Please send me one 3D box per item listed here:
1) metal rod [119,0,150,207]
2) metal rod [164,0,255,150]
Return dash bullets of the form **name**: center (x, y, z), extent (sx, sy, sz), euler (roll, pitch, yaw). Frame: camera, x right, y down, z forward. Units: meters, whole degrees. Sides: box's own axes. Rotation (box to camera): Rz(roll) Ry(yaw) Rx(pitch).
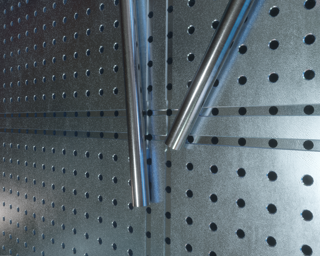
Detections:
- **metal rod**: center (-0.037, -0.042, 0.439), extent (0.025, 0.025, 0.298), euler (-7, 86, 40)
- **metal rod**: center (0.075, -0.107, 0.347), extent (0.025, 0.025, 0.298), euler (37, 113, 33)
